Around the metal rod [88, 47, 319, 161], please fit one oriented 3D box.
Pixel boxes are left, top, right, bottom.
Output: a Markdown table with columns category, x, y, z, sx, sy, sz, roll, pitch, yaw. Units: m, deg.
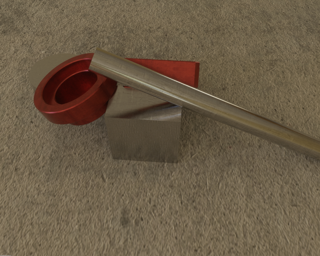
| category | x | y | z | sx | sy | sz | roll | pitch | yaw |
| --- | --- | --- | --- | --- | --- | --- | --- | --- | --- |
| metal rod | 0.070 | -0.018 | 0.345 | 0.302 | 0.025 | 0.025 | 20 | 49 | -15 |

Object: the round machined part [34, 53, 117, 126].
| category | x | y | z | sx | sy | sz | roll | pitch | yaw |
| --- | --- | --- | --- | --- | --- | --- | --- | --- | --- |
| round machined part | -0.095 | -0.042 | 0.370 | 0.098 | 0.042 | 0.098 | -13 | 47 | 15 |

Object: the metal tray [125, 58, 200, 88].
| category | x | y | z | sx | sy | sz | roll | pitch | yaw |
| --- | --- | --- | --- | --- | --- | --- | --- | --- | --- |
| metal tray | 0.003 | -0.074 | 0.414 | 0.091 | 0.030 | 0.130 | 4 | 11 | 3 |

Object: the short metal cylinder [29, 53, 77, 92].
| category | x | y | z | sx | sy | sz | roll | pitch | yaw |
| --- | --- | --- | --- | --- | --- | --- | --- | --- | --- |
| short metal cylinder | -0.136 | -0.061 | 0.438 | 0.081 | 0.050 | 0.080 | 0 | 50 | 0 |

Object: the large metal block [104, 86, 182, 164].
| category | x | y | z | sx | sy | sz | roll | pitch | yaw |
| --- | --- | --- | --- | --- | --- | --- | --- | --- | --- |
| large metal block | -0.017 | -0.003 | 0.370 | 0.080 | 0.080 | 0.050 | 4 | 50 | 2 |
